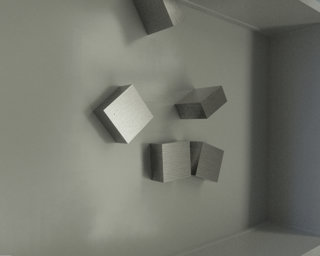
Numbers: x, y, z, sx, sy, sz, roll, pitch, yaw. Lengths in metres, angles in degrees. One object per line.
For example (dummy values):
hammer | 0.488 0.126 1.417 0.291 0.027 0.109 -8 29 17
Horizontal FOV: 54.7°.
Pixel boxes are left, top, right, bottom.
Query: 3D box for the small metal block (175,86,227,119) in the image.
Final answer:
small metal block | 0.058 -0.036 0.442 0.050 0.050 0.025 -38 114 -34

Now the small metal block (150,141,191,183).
small metal block | 0.015 0.044 0.421 0.050 0.025 0.050 -4 93 -40

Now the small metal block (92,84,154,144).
small metal block | -0.043 -0.017 0.372 0.050 0.025 0.050 -48 119 -29

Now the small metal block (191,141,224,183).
small metal block | 0.066 0.051 0.465 0.050 0.025 0.050 23 75 -38

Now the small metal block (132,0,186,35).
small metal block | -0.002 -0.151 0.390 0.025 0.050 0.050 -40 115 -33
